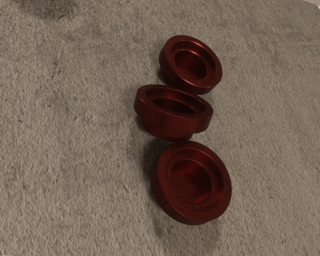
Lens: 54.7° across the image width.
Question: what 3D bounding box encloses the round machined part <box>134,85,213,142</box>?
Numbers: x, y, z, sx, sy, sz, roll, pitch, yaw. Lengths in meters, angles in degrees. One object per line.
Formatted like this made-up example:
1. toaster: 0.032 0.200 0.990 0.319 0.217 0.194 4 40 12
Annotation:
1. round machined part: 0.014 -0.017 0.394 0.099 0.042 0.098 13 26 -6

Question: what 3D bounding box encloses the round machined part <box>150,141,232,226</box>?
1. round machined part: 0.033 0.067 0.371 0.099 0.042 0.098 14 56 -21

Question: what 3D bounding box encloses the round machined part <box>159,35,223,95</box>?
1. round machined part: 0.043 -0.091 0.473 0.099 0.042 0.098 14 56 -21
